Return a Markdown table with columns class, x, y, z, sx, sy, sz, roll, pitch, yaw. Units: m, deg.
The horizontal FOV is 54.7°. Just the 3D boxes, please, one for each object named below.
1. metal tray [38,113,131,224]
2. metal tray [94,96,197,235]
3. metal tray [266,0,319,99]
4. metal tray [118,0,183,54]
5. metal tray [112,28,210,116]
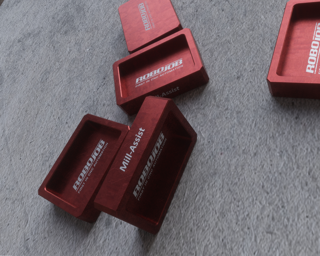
| class | x | y | z | sx | sy | sz | roll | pitch | yaw |
| --- | --- | --- | --- | --- | --- | --- | --- | --- | --- |
| metal tray | -0.096 | 0.050 | 0.420 | 0.090 | 0.030 | 0.130 | 16 | 70 | 34 |
| metal tray | -0.008 | 0.042 | 0.340 | 0.030 | 0.090 | 0.130 | 12 | 68 | 33 |
| metal tray | 0.185 | -0.096 | 0.361 | 0.090 | 0.030 | 0.130 | 8 | 65 | 31 |
| metal tray | -0.016 | -0.177 | 0.518 | 0.090 | 0.030 | 0.130 | -25 | 53 | 13 |
| metal tray | -0.003 | -0.082 | 0.452 | 0.130 | 0.030 | 0.090 | -22 | 53 | 15 |
